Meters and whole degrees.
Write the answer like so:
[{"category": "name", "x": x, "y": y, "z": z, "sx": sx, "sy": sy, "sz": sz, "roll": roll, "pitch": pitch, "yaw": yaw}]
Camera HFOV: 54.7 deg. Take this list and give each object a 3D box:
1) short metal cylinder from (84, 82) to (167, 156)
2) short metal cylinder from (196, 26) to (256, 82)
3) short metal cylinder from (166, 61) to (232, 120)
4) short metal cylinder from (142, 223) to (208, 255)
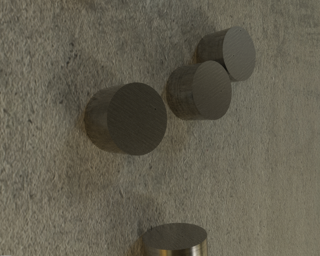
[{"category": "short metal cylinder", "x": -0.039, "y": -0.010, "z": 0.356, "sx": 0.081, "sy": 0.050, "sz": 0.080, "roll": 0, "pitch": 90, "yaw": -40}, {"category": "short metal cylinder", "x": 0.102, "y": -0.109, "z": 0.473, "sx": 0.081, "sy": 0.050, "sz": 0.080, "roll": 0, "pitch": 90, "yaw": -40}, {"category": "short metal cylinder", "x": 0.055, "y": -0.051, "z": 0.435, "sx": 0.081, "sy": 0.050, "sz": 0.080, "roll": 0, "pitch": 90, "yaw": -40}, {"category": "short metal cylinder", "x": 0.020, "y": 0.158, "z": 0.386, "sx": 0.081, "sy": 0.080, "sz": 0.050, "roll": -7, "pitch": 95, "yaw": -40}]
